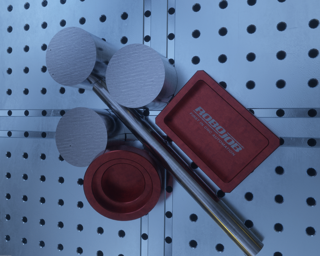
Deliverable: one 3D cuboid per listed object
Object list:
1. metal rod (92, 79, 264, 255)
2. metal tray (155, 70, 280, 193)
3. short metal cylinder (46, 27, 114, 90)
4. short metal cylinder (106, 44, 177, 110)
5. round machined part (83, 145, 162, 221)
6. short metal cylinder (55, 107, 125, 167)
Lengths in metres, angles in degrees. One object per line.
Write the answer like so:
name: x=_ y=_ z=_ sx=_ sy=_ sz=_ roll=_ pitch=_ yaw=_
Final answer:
metal rod: x=0.014 y=0.043 z=0.408 sx=0.300 sy=0.025 sz=0.025 roll=46 pitch=104 yaw=14
metal tray: x=0.069 y=0.003 z=0.384 sx=0.130 sy=0.030 sz=0.090 roll=45 pitch=104 yaw=14
short metal cylinder: x=-0.112 y=-0.096 z=0.439 sx=0.080 sy=0.050 sz=0.080 roll=0 pitch=90 yaw=20
short metal cylinder: x=-0.023 y=-0.065 z=0.407 sx=0.080 sy=0.050 sz=0.080 roll=0 pitch=90 yaw=20
round machined part: x=-0.047 y=0.068 z=0.409 sx=0.099 sy=0.042 sz=0.097 roll=0 pitch=105 yaw=1
short metal cylinder: x=-0.097 y=0.012 z=0.433 sx=0.080 sy=0.050 sz=0.080 roll=0 pitch=90 yaw=20
